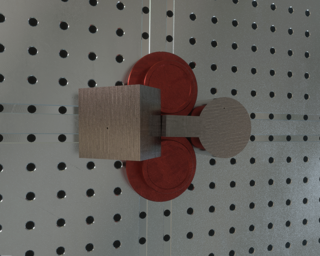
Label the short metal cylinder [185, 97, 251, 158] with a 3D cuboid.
[{"bbox_3d":[0.077,-0.001,0.426,0.081,0.050,0.080,0,90,-20],"label":"short metal cylinder"}]

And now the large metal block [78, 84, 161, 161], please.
[{"bbox_3d":[-0.046,-0.006,0.360,0.050,0.080,0.080,-1,91,-65],"label":"large metal block"}]

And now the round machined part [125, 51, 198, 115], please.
[{"bbox_3d":[0.006,-0.052,0.406,0.099,0.042,0.097,0,90,-20],"label":"round machined part"}]

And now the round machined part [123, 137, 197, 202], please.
[{"bbox_3d":[0.004,0.048,0.405,0.099,0.042,0.097,0,90,-20],"label":"round machined part"}]

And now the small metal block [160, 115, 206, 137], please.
[{"bbox_3d":[0.022,-0.002,0.384,0.050,0.050,0.025,1,90,-20],"label":"small metal block"}]
